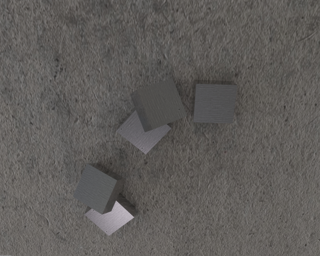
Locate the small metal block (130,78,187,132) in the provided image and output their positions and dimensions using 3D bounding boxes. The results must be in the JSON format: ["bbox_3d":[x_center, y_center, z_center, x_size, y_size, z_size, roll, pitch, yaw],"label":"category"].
[{"bbox_3d":[-0.002,-0.028,0.380,0.050,0.025,0.050,-22,91,-26],"label":"small metal block"}]

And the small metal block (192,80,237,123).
[{"bbox_3d":[0.068,-0.034,0.398,0.050,0.025,0.050,2,110,-1],"label":"small metal block"}]

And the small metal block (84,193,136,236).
[{"bbox_3d":[-0.072,0.121,0.454,0.050,0.025,0.050,-39,106,13],"label":"small metal block"}]

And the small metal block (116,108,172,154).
[{"bbox_3d":[-0.021,-0.002,0.409,0.050,0.025,0.050,40,105,-14],"label":"small metal block"}]

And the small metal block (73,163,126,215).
[{"bbox_3d":[-0.083,0.081,0.422,0.050,0.025,0.050,25,94,20],"label":"small metal block"}]
